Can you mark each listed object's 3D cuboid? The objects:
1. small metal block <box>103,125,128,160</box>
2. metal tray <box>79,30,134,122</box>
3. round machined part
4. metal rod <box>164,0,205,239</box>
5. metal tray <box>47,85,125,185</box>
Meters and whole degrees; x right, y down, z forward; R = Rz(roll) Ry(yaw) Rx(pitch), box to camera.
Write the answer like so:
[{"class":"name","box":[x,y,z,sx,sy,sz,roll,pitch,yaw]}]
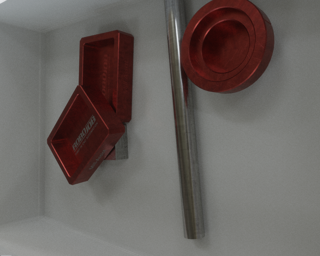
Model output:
[{"class":"small metal block","box":[-0.075,0.022,0.467,0.050,0.025,0.050,-4,87,39]},{"class":"metal tray","box":[-0.084,-0.075,0.469,0.090,0.030,0.129,3,92,39]},{"class":"round machined part","box":[0.074,-0.086,0.333,0.098,0.042,0.097,0,90,39]},{"class":"metal rod","box":[0.029,-0.019,0.381,0.025,0.025,0.298,-8,85,39]},{"class":"metal tray","box":[-0.114,0.012,0.457,0.090,0.030,0.129,54,125,21]}]
